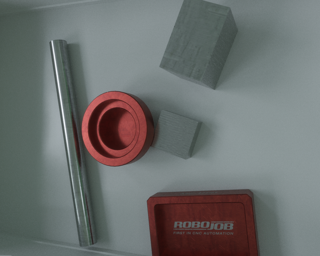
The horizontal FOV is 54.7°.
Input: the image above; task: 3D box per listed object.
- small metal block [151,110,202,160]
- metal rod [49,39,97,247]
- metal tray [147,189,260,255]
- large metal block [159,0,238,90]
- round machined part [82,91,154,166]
[{"bbox_3d":[0.021,0.008,0.402,0.050,0.025,0.050,19,96,18],"label":"small metal block"},{"bbox_3d":[-0.127,0.019,0.453,0.025,0.025,0.298,-11,87,19],"label":"metal rod"},{"bbox_3d":[0.053,0.126,0.388,0.130,0.030,0.089,-6,88,19],"label":"metal tray"},{"bbox_3d":[0.049,-0.095,0.364,0.050,0.080,0.080,23,98,18],"label":"large metal block"},{"bbox_3d":[-0.052,0.001,0.417,0.098,0.042,0.097,0,89,23],"label":"round machined part"}]
